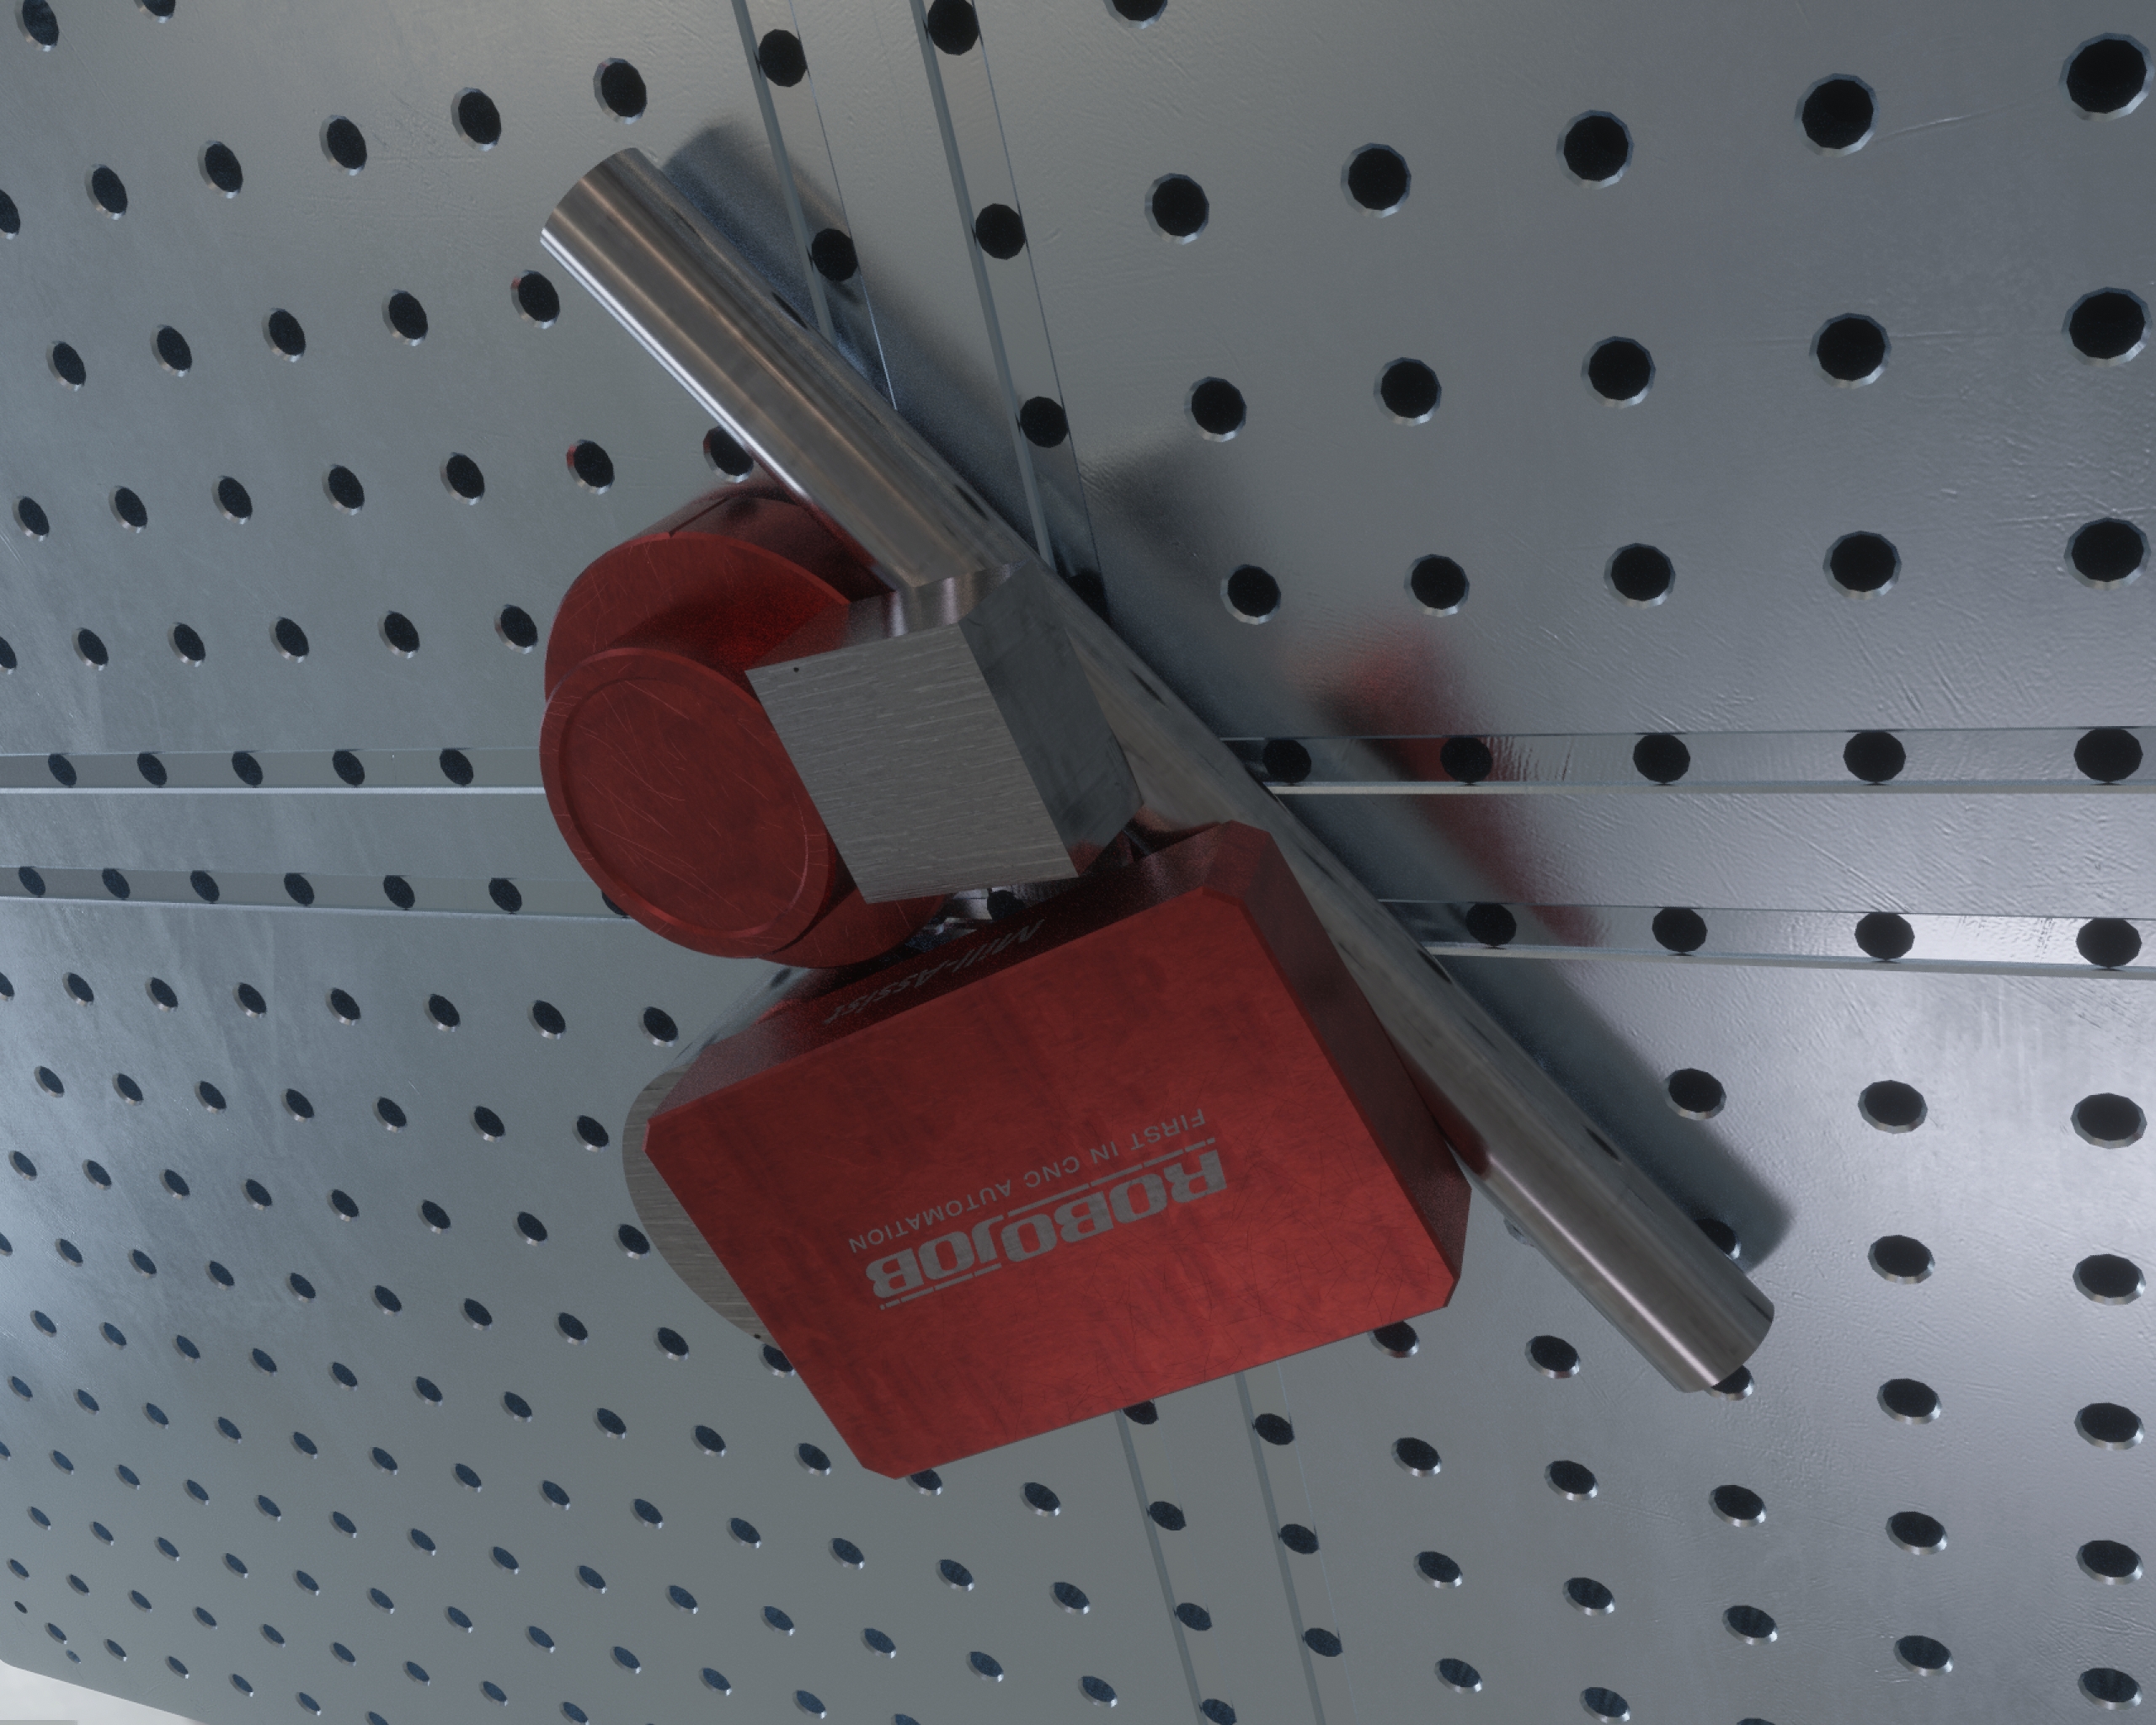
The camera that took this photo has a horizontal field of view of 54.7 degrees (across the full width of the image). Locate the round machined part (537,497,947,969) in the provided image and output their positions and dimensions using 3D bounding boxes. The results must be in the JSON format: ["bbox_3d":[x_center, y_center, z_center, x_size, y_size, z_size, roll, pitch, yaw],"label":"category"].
[{"bbox_3d":[-0.067,-0.020,0.417,0.098,0.042,0.097,14,125,21],"label":"round machined part"}]

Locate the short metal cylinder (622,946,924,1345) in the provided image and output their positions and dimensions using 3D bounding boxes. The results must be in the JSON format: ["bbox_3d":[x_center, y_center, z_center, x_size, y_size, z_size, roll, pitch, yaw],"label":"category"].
[{"bbox_3d":[-0.051,0.063,0.455,0.080,0.050,0.079,13,124,21],"label":"short metal cylinder"}]

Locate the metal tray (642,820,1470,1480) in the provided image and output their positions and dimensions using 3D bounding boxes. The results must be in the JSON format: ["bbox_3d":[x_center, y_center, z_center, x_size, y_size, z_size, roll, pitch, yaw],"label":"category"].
[{"bbox_3d":[-0.004,0.057,0.391,0.130,0.030,0.090,-24,106,23],"label":"metal tray"}]

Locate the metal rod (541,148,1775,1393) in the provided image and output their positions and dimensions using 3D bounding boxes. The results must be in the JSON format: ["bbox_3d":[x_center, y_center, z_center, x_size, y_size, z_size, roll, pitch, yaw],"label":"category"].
[{"bbox_3d":[0.017,-0.014,0.388,0.300,0.025,0.025,45,129,-4],"label":"metal rod"}]

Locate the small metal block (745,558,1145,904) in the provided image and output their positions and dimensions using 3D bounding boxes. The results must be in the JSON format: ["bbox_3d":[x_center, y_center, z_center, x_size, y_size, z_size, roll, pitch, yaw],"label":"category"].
[{"bbox_3d":[-0.024,-0.022,0.375,0.050,0.025,0.050,-8,117,37],"label":"small metal block"}]
